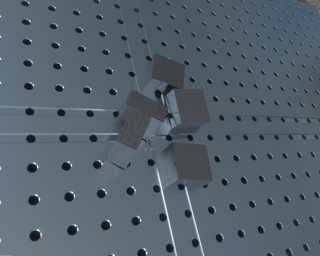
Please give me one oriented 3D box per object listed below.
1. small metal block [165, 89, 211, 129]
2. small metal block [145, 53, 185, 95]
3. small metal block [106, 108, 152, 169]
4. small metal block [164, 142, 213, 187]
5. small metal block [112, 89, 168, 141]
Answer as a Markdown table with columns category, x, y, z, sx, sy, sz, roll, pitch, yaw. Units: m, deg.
| category | x | y | z | sx | sy | sz | roll | pitch | yaw |
| --- | --- | --- | --- | --- | --- | --- | --- | --- | --- |
| small metal block | 0.040 | -0.028 | 0.443 | 0.050 | 0.025 | 0.050 | -3 | 74 | -30 |
| small metal block | 0.008 | -0.077 | 0.461 | 0.050 | 0.025 | 0.050 | 19 | 54 | -18 |
| small metal block | -0.037 | 0.013 | 0.364 | 0.025 | 0.050 | 0.050 | 27 | 53 | -5 |
| small metal block | 0.036 | 0.048 | 0.400 | 0.050 | 0.025 | 0.050 | 7 | 59 | -25 |
| small metal block | -0.025 | -0.015 | 0.389 | 0.050 | 0.050 | 0.025 | 26 | 52 | -13 |
